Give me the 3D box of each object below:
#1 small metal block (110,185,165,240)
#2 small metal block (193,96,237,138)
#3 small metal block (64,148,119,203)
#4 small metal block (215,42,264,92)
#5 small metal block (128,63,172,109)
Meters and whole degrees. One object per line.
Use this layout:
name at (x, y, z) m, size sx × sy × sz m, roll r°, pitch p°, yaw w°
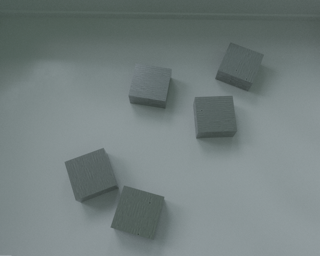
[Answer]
small metal block at (-0.026, 0.102, 0.372) m, size 0.050 × 0.025 × 0.050 m, roll 15°, pitch 71°, yaw 5°
small metal block at (0.073, -0.015, 0.415) m, size 0.050 × 0.025 × 0.050 m, roll -2°, pitch 70°, yaw -1°
small metal block at (-0.085, 0.059, 0.387) m, size 0.050 × 0.025 × 0.050 m, roll -20°, pitch 71°, yaw -7°
small metal block at (0.113, -0.087, 0.442) m, size 0.050 × 0.025 × 0.050 m, roll 23°, pitch 72°, yaw 8°
small metal block at (-0.013, -0.058, 0.431) m, size 0.050 × 0.025 × 0.050 m, roll 9°, pitch 70°, yaw 3°
